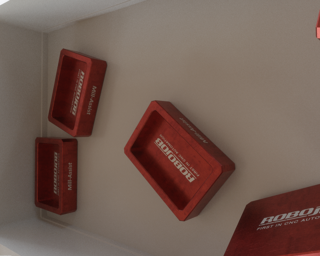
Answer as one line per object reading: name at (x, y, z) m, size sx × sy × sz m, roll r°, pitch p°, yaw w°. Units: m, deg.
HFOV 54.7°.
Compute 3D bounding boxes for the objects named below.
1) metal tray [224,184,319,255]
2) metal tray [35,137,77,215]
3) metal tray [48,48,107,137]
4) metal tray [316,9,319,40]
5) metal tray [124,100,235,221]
metal tray at (0.125, 0.085, 0.257) m, size 0.130 × 0.091 × 0.030 m, roll -28°, pitch 97°, yaw 37°
metal tray at (-0.189, 0.082, 0.559) m, size 0.090 × 0.030 × 0.129 m, roll 1°, pitch 91°, yaw 40°
metal tray at (-0.141, -0.059, 0.520) m, size 0.090 × 0.030 × 0.129 m, roll 25°, pitch 106°, yaw 37°
metal tray at (0.150, -0.094, 0.215) m, size 0.030 × 0.131 × 0.089 m, roll 16°, pitch 100°, yaw 39°
metal tray at (0.018, 0.037, 0.388) m, size 0.130 × 0.030 × 0.089 m, roll 46°, pitch 118°, yaw 30°
